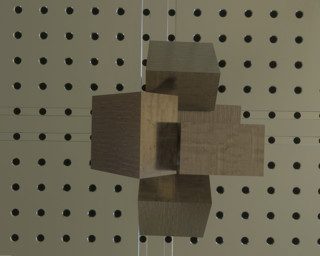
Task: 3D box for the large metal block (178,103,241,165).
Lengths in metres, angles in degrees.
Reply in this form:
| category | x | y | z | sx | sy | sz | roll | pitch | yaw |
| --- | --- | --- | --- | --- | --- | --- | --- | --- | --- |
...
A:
| category | x | y | z | sx | sy | sz | roll | pitch | yaw |
| --- | --- | --- | --- | --- | --- | --- | --- | --- | --- |
| large metal block | 0.057 | 0.011 | 0.401 | 0.080 | 0.050 | 0.080 | 3 | 90 | 0 |

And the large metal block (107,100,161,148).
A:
| category | x | y | z | sx | sy | sz | roll | pitch | yaw |
| --- | --- | --- | --- | --- | --- | --- | --- | --- | --- |
| large metal block | -0.028 | 0.006 | 0.401 | 0.080 | 0.050 | 0.080 | 7 | 90 | 0 |

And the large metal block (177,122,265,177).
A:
| category | x | y | z | sx | sy | sz | roll | pitch | yaw |
| --- | --- | --- | --- | --- | --- | --- | --- | --- | --- |
| large metal block | 0.060 | 0.020 | 0.336 | 0.080 | 0.080 | 0.050 | 2 | 90 | 0 |

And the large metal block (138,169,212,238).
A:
| category | x | y | z | sx | sy | sz | roll | pitch | yaw |
| --- | --- | --- | --- | --- | --- | --- | --- | --- | --- |
| large metal block | 0.016 | 0.091 | 0.380 | 0.080 | 0.050 | 0.080 | 2 | 135 | 0 |

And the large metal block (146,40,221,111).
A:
| category | x | y | z | sx | sy | sz | roll | pitch | yaw |
| --- | --- | --- | --- | --- | --- | --- | --- | --- | --- |
| large metal block | 0.025 | -0.066 | 0.379 | 0.080 | 0.080 | 0.050 | 2 | 128 | 0 |

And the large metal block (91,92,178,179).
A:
| category | x | y | z | sx | sy | sz | roll | pitch | yaw |
| --- | --- | --- | --- | --- | --- | --- | --- | --- | --- |
| large metal block | -0.029 | 0.006 | 0.328 | 0.080 | 0.050 | 0.080 | 2 | 91 | 45 |
